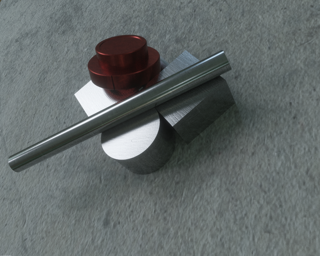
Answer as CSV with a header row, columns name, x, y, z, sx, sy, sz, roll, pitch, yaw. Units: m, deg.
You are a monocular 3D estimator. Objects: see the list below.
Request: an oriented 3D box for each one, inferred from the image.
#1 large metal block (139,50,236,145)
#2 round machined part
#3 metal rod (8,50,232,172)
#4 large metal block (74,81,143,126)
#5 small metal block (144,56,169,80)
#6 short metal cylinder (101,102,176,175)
name,x,y,z,sx,sy,sz,roll,pitch,yaw
large metal block,0.034,-0.040,0.395,0.080,0.050,0.080,-41,51,0
round machined part,-0.049,-0.094,0.420,0.099,0.042,0.098,-4,37,3
metal rod,-0.058,-0.015,0.379,0.301,0.025,0.025,-25,53,12
large metal block,-0.063,-0.039,0.443,0.080,0.050,0.080,-41,51,0
small metal block,-0.001,-0.068,0.445,0.050,0.025,0.050,-40,51,0
short metal cylinder,-0.027,0.013,0.393,0.080,0.050,0.080,-13,56,20
